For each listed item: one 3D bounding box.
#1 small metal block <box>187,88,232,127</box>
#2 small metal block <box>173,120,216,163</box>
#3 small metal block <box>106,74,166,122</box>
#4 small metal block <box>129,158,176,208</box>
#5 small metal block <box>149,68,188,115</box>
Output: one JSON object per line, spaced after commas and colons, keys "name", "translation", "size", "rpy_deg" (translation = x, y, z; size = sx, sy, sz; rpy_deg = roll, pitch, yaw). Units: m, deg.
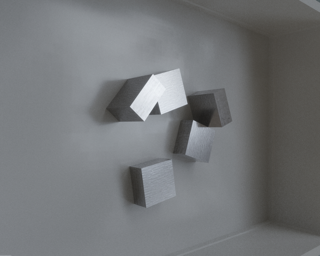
{"name": "small metal block", "translation": [0.073, -0.029, 0.454], "size": [0.025, 0.050, 0.050], "rpy_deg": [-27, 107, -37]}
{"name": "small metal block", "translation": [0.051, 0.020, 0.452], "size": [0.050, 0.025, 0.050], "rpy_deg": [23, 76, -38]}
{"name": "small metal block", "translation": [-0.029, -0.035, 0.368], "size": [0.025, 0.050, 0.050], "rpy_deg": [47, 62, -30]}
{"name": "small metal block", "translation": [-0.009, 0.069, 0.402], "size": [0.050, 0.025, 0.050], "rpy_deg": [-12, 98, -40]}
{"name": "small metal block", "translation": [0.006, -0.049, 0.413], "size": [0.050, 0.025, 0.050], "rpy_deg": [-23, 105, -38]}
